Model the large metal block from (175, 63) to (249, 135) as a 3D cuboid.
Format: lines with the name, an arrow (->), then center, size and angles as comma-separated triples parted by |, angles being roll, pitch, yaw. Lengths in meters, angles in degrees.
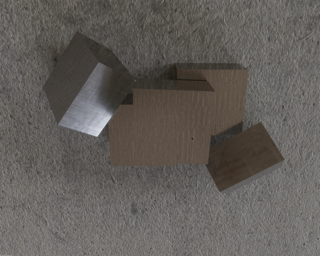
large metal block -> 0.059, -0.037, 0.385 | 0.081, 0.050, 0.079 | 0, 110, -1

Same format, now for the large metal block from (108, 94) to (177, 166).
large metal block -> -0.021, 0.002, 0.396 | 0.081, 0.050, 0.079 | 0, 110, -1

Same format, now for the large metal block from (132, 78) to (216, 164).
large metal block -> 0.012, -0.008, 0.339 | 0.081, 0.050, 0.079 | 2, 110, -1

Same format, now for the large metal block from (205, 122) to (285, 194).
large metal block -> 0.105, 0.042, 0.392 | 0.080, 0.080, 0.050 | -29, 70, 10

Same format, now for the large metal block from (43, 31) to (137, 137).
large metal block -> -0.084, -0.050, 0.355 | 0.050, 0.080, 0.080 | 22, 112, -43
